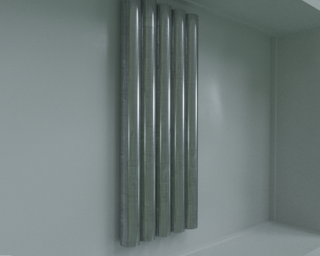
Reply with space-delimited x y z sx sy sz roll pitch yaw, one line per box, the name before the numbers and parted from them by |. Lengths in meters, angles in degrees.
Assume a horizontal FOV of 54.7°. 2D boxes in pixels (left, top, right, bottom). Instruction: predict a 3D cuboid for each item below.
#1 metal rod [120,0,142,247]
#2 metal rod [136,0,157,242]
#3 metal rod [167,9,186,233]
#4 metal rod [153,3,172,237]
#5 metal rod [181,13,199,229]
metal rod | -0.035 -0.009 0.375 0.025 0.025 0.298 0 90 -40
metal rod | -0.017 -0.010 0.390 0.025 0.025 0.298 0 90 -40
metal rod | 0.022 -0.010 0.423 0.025 0.025 0.298 0 90 -40
metal rod | 0.003 -0.010 0.407 0.025 0.025 0.298 0 90 -40
metal rod | 0.042 -0.009 0.440 0.025 0.025 0.298 0 90 -40
